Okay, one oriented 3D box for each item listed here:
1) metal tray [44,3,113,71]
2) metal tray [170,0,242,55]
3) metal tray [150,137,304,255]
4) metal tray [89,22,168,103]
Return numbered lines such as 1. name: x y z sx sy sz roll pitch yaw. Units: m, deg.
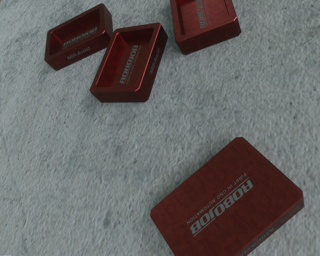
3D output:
1. metal tray: -0.153 -0.171 0.582 0.130 0.030 0.090 -21 54 15
2. metal tray: 0.065 -0.181 0.476 0.090 0.030 0.130 -17 55 18
3. metal tray: 0.065 0.082 0.316 0.130 0.030 0.090 -40 51 0
4. metal tray: -0.047 -0.102 0.486 0.090 0.030 0.130 2 62 28
